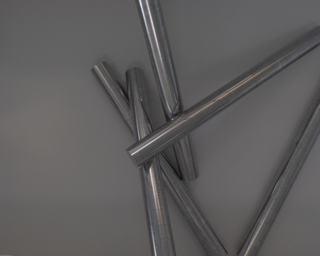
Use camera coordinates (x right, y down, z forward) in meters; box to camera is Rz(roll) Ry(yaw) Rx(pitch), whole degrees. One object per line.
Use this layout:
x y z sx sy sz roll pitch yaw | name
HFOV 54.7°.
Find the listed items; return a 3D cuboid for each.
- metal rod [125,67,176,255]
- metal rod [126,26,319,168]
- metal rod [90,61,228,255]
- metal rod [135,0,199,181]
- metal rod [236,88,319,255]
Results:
-0.009 0.060 0.349 0.025 0.025 0.299 -10 65 0 | metal rod
0.092 -0.046 0.373 0.302 0.025 0.025 -33 90 -16 | metal rod
-0.001 0.045 0.411 0.025 0.025 0.299 -32 90 0 | metal rod
0.005 -0.066 0.349 0.025 0.025 0.298 -15 116 0 | metal rod
0.181 0.039 0.412 0.025 0.025 0.299 27 90 0 | metal rod
